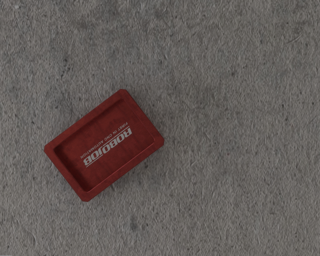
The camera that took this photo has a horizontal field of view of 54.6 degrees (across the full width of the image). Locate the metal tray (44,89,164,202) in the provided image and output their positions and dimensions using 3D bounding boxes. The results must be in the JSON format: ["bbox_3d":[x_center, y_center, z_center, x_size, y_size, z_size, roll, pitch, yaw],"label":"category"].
[{"bbox_3d":[-0.071,0.022,0.406,0.130,0.030,0.090,-37,90,0],"label":"metal tray"}]
